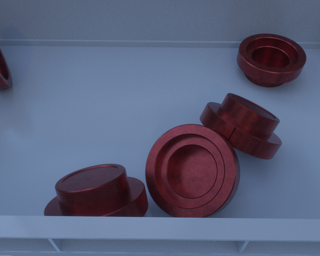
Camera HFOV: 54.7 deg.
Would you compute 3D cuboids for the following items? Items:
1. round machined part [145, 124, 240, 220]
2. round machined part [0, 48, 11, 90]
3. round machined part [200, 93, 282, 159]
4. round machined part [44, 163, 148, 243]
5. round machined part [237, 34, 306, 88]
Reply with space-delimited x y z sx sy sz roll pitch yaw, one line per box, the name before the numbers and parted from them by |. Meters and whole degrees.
round machined part | 0.037 0.047 0.334 0.098 0.042 0.098 -6 76 24
round machined part | -0.253 -0.098 0.438 0.042 0.098 0.098 -21 53 -11
round machined part | 0.101 -0.008 0.368 0.098 0.042 0.098 24 19 -8
round machined part | -0.064 0.066 0.305 0.099 0.042 0.098 -10 12 2
round machined part | 0.168 -0.101 0.479 0.099 0.042 0.098 0 50 0
